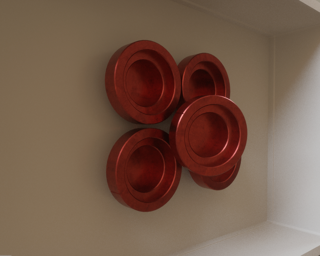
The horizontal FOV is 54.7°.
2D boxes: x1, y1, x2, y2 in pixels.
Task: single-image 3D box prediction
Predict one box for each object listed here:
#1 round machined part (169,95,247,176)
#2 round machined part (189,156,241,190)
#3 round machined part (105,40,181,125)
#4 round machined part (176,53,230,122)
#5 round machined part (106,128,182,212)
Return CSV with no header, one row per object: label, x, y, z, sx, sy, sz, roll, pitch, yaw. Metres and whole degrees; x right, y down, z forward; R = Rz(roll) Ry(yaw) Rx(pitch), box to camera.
round machined part,0.056,0.008,0.387,0.099,0.042,0.097,-2,96,-22
round machined part,0.074,0.040,0.458,0.099,0.042,0.097,0,90,-40
round machined part,-0.024,-0.053,0.375,0.099,0.042,0.097,0,90,-40
round machined part,0.053,-0.054,0.440,0.099,0.042,0.097,0,90,-40
round machined part,-0.023,0.048,0.376,0.099,0.042,0.097,0,90,-40
